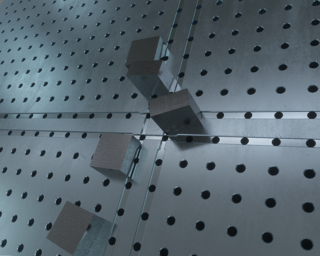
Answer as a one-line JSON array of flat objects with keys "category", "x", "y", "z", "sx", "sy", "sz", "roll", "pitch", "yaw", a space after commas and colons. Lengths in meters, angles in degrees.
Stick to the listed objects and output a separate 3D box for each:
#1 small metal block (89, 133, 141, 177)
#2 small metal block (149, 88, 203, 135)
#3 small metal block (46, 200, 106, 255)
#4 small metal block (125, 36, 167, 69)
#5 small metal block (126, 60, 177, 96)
[{"category": "small metal block", "x": -0.059, "y": 0.035, "z": 0.416, "sx": 0.050, "sy": 0.025, "sz": 0.050, "roll": 3, "pitch": 63, "yaw": 29}, {"category": "small metal block", "x": 0.021, "y": -0.019, "z": 0.392, "sx": 0.050, "sy": 0.050, "sz": 0.025, "roll": -16, "pitch": 56, "yaw": 18}, {"category": "small metal block", "x": -0.104, "y": 0.125, "z": 0.384, "sx": 0.050, "sy": 0.025, "sz": 0.050, "roll": 14, "pitch": 69, "yaw": 33}, {"category": "small metal block", "x": -0.022, "y": -0.114, "z": 0.488, "sx": 0.050, "sy": 0.025, "sz": 0.050, "roll": -2, "pitch": 61, "yaw": 26}, {"category": "small metal block", "x": -0.011, "y": -0.070, "z": 0.440, "sx": 0.050, "sy": 0.050, "sz": 0.025, "roll": 5, "pitch": 64, "yaw": 30}]
